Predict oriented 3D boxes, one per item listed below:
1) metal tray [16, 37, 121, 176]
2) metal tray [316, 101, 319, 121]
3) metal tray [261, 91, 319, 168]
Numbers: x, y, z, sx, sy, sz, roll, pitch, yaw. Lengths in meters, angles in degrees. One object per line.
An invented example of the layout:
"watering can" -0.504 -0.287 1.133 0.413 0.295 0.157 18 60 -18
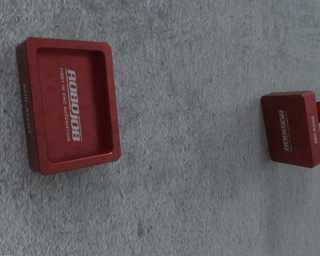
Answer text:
"metal tray" -0.092 -0.024 0.323 0.091 0.030 0.129 -8 95 -40
"metal tray" 0.311 -0.028 0.619 0.131 0.090 0.030 -1 81 -40
"metal tray" 0.235 0.001 0.556 0.030 0.090 0.129 -19 103 -28
